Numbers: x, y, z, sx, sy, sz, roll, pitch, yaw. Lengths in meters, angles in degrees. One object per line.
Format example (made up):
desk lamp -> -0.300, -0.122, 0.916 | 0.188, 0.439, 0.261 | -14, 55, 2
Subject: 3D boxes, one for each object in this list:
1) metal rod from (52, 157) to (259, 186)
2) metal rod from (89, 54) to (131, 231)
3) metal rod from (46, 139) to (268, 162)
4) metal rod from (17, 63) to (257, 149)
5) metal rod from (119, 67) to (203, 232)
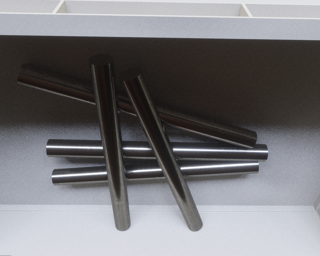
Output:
metal rod -> -0.008, 0.064, 0.462 | 0.302, 0.025, 0.025 | -4, 130, 2
metal rod -> -0.060, 0.044, 0.410 | 0.025, 0.025, 0.298 | 0, 130, -1
metal rod -> -0.002, 0.031, 0.433 | 0.302, 0.025, 0.025 | 1, 130, -2
metal rod -> -0.016, -0.023, 0.387 | 0.302, 0.025, 0.025 | 15, 128, -14
metal rod -> 0.014, 0.051, 0.418 | 0.025, 0.025, 0.299 | -14, 129, 11
